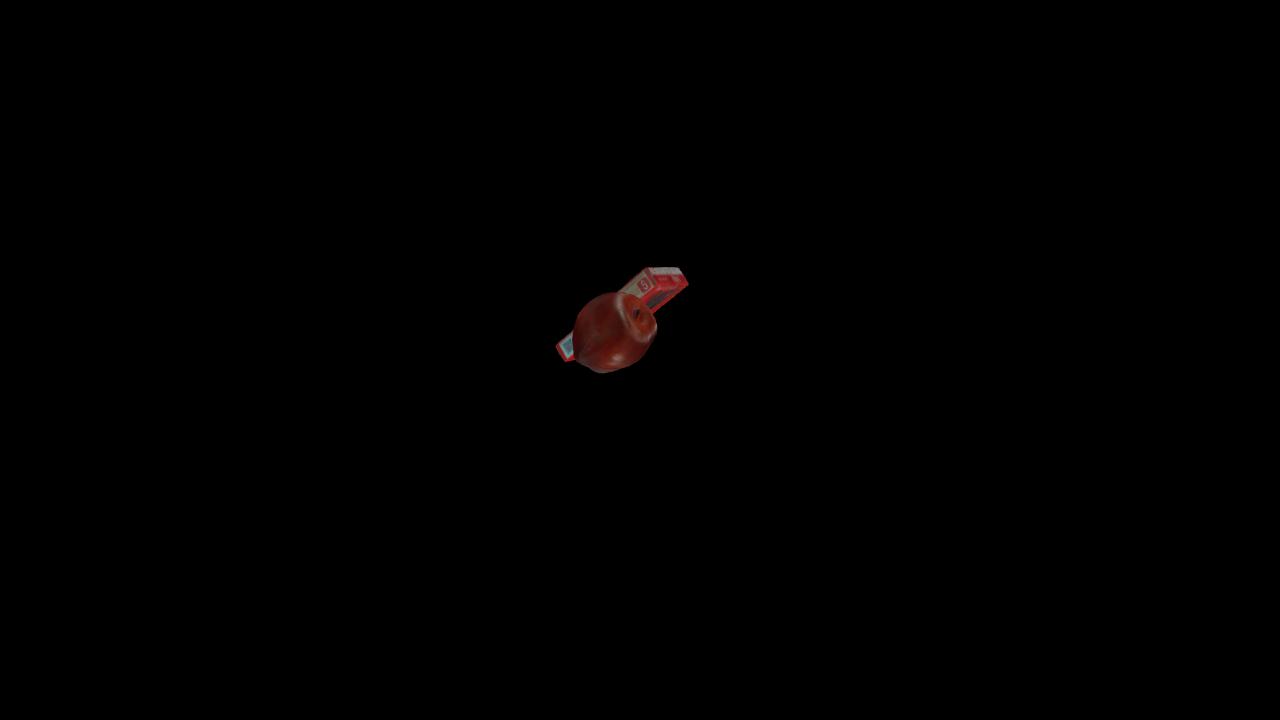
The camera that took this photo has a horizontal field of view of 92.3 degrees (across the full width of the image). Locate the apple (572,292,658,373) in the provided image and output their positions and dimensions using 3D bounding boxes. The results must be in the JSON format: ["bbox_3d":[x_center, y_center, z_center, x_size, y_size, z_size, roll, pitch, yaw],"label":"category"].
[{"bbox_3d":[-0.028,-0.028,0.634,0.079,0.079,0.093,0,-28,-48],"label":"apple"}]

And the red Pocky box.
[{"bbox_3d":[-0.021,-0.052,0.714,0.155,0.028,0.083,-38,-11,28],"label":"red Pocky box"}]
